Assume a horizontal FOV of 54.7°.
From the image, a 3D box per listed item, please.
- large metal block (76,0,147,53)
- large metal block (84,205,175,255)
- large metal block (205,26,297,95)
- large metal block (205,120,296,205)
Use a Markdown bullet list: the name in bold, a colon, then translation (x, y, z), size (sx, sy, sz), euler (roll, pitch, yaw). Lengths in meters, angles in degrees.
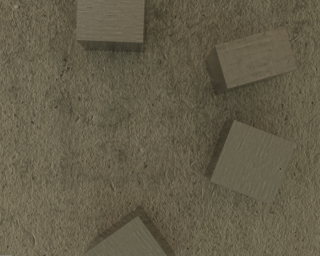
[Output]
- **large metal block**: translation (-0.059, -0.144, 0.397), size (0.081, 0.050, 0.080), euler (2, 90, 0)
- **large metal block**: translation (-0.036, 0.161, 0.397), size (0.080, 0.050, 0.080), euler (-36, 90, 0)
- **large metal block**: translation (0.107, -0.079, 0.383), size (0.080, 0.080, 0.050), euler (-16, 90, 0)
- **large metal block**: translation (0.112, 0.041, 0.398), size (0.080, 0.050, 0.080), euler (21, 90, 0)
